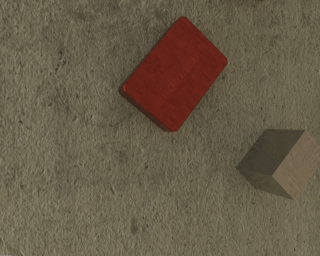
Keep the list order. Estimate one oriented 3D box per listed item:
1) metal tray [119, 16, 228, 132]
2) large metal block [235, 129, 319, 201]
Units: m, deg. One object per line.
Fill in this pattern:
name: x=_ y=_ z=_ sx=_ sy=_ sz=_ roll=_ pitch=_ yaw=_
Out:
metal tray: x=0.020 y=-0.070 z=0.414 sx=0.090 sy=0.030 sz=0.130 roll=41 pitch=77 yaw=-16
large metal block: x=0.170 y=0.048 z=0.443 sx=0.050 sy=0.080 sz=0.080 roll=45 pitch=76 yaw=-15
